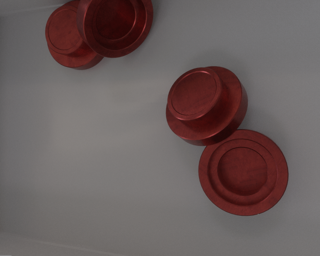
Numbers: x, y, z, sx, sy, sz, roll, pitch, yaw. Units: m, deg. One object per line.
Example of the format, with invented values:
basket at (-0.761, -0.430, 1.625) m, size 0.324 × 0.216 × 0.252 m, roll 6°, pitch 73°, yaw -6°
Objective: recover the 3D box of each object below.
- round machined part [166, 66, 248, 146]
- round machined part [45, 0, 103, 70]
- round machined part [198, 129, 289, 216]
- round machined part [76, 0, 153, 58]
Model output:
round machined part at (0.048, -0.032, 0.363) m, size 0.098 × 0.042 × 0.098 m, roll -16°, pitch 58°, yaw 28°
round machined part at (-0.124, -0.136, 0.445) m, size 0.098 × 0.042 × 0.097 m, roll 0°, pitch 90°, yaw 20°
round machined part at (0.098, 0.050, 0.367) m, size 0.098 × 0.042 × 0.097 m, roll 0°, pitch 90°, yaw 20°
round machined part at (-0.061, -0.143, 0.397) m, size 0.098 × 0.098 × 0.042 m, roll -53°, pitch 53°, yaw 12°
